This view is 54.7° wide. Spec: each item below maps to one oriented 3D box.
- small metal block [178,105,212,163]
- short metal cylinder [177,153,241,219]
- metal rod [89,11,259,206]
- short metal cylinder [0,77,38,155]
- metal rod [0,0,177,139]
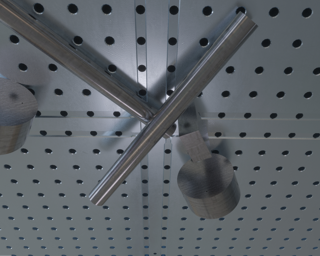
[{"bbox_3d":[0.045,0.008,0.402,0.025,0.050,0.050,-19,128,15],"label":"small metal block"},{"bbox_3d":[0.071,0.083,0.447,0.080,0.080,0.050,-15,129,12],"label":"short metal cylinder"},{"bbox_3d":[0.002,-0.007,0.374,0.025,0.025,0.299,30,114,-23],"label":"metal rod"},{"bbox_3d":[-0.191,-0.015,0.361,0.080,0.080,0.050,23,127,-18],"label":"short metal cylinder"},{"bbox_3d":[-0.096,-0.075,0.346,0.301,0.025,0.025,36,121,-27],"label":"metal rod"}]
